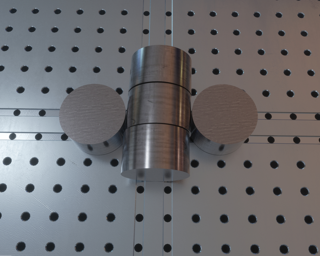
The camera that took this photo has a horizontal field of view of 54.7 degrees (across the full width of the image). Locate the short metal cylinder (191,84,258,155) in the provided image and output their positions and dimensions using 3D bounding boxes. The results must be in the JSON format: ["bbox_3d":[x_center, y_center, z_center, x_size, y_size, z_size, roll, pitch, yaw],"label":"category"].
[{"bbox_3d":[0.079,-0.010,0.402,0.081,0.050,0.080,0,70,0],"label":"short metal cylinder"}]

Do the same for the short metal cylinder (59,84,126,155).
[{"bbox_3d":[-0.082,-0.010,0.400,0.081,0.050,0.080,0,70,0],"label":"short metal cylinder"}]

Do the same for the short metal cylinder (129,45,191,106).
[{"bbox_3d":[0.001,-0.064,0.405,0.081,0.080,0.050,2,70,0],"label":"short metal cylinder"}]

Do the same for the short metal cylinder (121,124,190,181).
[{"bbox_3d":[-0.005,0.032,0.370,0.081,0.080,0.050,1,70,0],"label":"short metal cylinder"}]

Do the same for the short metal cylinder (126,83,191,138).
[{"bbox_3d":[-0.001,-0.016,0.388,0.081,0.080,0.050,2,70,0],"label":"short metal cylinder"}]
